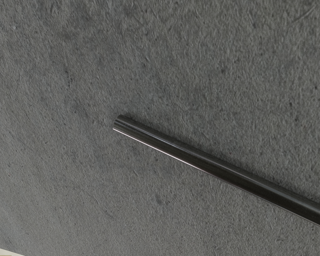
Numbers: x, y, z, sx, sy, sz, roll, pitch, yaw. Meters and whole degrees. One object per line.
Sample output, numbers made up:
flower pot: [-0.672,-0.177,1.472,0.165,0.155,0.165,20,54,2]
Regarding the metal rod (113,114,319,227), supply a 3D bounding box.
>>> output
metal rod: [0.075,0.052,0.399,0.301,0.025,0.025,24,127,13]
